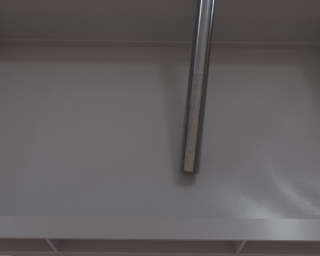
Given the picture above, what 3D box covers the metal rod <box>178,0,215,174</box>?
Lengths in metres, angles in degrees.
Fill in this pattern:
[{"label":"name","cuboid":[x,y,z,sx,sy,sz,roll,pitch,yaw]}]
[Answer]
[{"label":"metal rod","cuboid":[0.053,-0.091,0.403,0.025,0.025,0.299,6,75,5]}]
